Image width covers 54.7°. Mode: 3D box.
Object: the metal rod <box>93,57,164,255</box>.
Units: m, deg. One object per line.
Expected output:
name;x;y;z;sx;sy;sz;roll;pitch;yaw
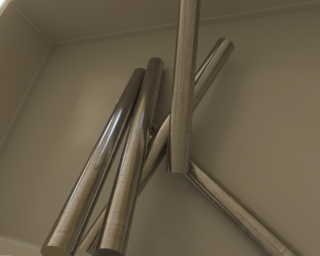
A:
metal rod;-0.023;0.003;0.356;0.025;0.025;0.300;-14;37;20

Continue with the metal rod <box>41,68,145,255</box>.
metal rod;-0.053;0.008;0.352;0.025;0.025;0.301;-14;32;20

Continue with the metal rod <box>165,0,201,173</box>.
metal rod;0.031;-0.100;0.353;0.025;0.025;0.298;1;83;28

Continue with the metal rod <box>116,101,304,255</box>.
metal rod;0.032;0.044;0.360;0.025;0.025;0.300;-45;51;-4

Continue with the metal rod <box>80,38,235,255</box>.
metal rod;0.007;0.008;0.363;0.025;0.025;0.300;21;67;35
